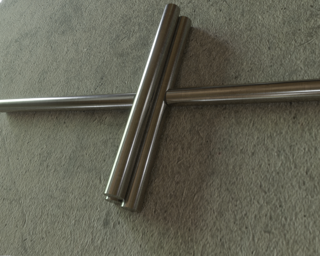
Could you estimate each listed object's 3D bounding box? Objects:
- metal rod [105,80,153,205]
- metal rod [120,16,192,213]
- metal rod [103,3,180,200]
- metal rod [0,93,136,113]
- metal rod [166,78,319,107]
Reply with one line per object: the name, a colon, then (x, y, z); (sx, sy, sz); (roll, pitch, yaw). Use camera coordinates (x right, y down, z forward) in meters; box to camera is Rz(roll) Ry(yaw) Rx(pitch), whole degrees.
metal rod: (-0.019, -0.041, 0.440); (0.025, 0.025, 0.300); (1, 62, 28)
metal rod: (0.001, -0.036, 0.426); (0.025, 0.025, 0.300); (1, 62, 28)
metal rod: (-0.017, -0.052, 0.419); (0.025, 0.025, 0.300); (1, 62, 28)
metal rod: (-0.164, -0.040, 0.513); (0.300, 0.025, 0.025); (1, 62, 28)
metal rod: (0.147, -0.042, 0.353); (0.300, 0.025, 0.025); (0, 62, 27)
